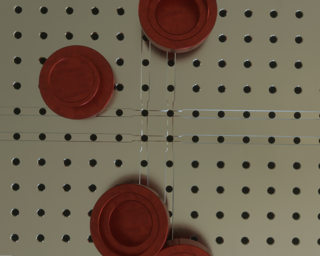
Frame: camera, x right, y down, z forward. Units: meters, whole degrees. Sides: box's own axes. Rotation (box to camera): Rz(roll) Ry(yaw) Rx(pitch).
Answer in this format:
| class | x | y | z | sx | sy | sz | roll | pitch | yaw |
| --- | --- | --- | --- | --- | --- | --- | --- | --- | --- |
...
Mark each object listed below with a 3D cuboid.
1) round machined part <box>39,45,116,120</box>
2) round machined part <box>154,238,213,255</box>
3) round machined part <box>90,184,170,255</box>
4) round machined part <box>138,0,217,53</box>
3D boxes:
| class | x | y | z | sx | sy | sz | roll | pitch | yaw |
| --- | --- | --- | --- | --- | --- | --- | --- | --- | --- |
| round machined part | -0.109 | -0.060 | 0.404 | 0.099 | 0.042 | 0.097 | 0 | 90 | 0 |
| round machined part | 0.028 | 0.192 | 0.405 | 0.099 | 0.042 | 0.097 | 0 | 90 | 0 |
| round machined part | -0.035 | 0.121 | 0.397 | 0.098 | 0.042 | 0.098 | -2 | 79 | 9 |
| round machined part | 0.022 | -0.147 | 0.405 | 0.099 | 0.042 | 0.097 | 0 | 90 | 0 |
